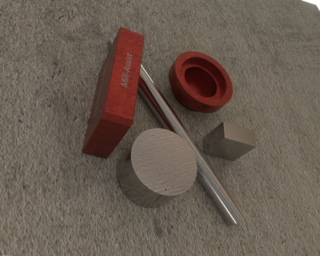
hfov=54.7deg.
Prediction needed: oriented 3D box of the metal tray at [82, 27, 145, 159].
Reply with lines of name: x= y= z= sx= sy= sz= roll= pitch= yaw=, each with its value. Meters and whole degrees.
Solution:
metal tray: x=-0.054 y=-0.041 z=0.360 sx=0.030 sy=0.090 sz=0.130 roll=17 pitch=55 yaw=-19

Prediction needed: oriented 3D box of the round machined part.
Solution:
round machined part: x=0.056 y=-0.064 z=0.465 sx=0.099 sy=0.042 sz=0.098 roll=14 pitch=56 yaw=-21

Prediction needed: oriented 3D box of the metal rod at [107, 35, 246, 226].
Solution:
metal rod: x=0.016 y=-0.005 z=0.420 sx=0.025 sy=0.025 sz=0.299 roll=-25 pitch=75 yaw=-37

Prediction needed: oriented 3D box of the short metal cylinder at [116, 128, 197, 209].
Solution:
short metal cylinder: x=-0.005 y=0.047 z=0.359 sx=0.081 sy=0.050 sz=0.080 roll=14 pitch=56 yaw=-21

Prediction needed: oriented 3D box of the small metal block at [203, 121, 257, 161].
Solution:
small metal block: x=0.095 y=0.020 z=0.427 sx=0.050 sy=0.050 sz=0.025 roll=15 pitch=56 yaw=-20
